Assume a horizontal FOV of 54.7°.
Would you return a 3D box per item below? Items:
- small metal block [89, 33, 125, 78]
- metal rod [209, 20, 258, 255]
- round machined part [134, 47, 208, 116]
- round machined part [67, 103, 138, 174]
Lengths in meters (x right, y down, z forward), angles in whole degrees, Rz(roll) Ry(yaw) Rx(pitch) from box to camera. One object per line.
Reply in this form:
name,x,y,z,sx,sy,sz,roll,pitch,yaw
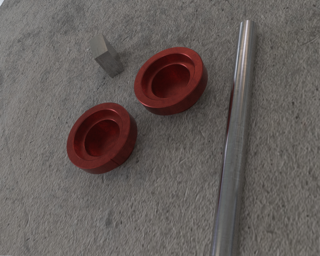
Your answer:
small metal block,-0.087,-0.118,0.506,0.025,0.050,0.050,-30,52,9
metal rod,0.090,-0.007,0.360,0.025,0.025,0.300,-1,61,27
round machined part,0.018,-0.058,0.420,0.098,0.042,0.098,-13,56,21
round machined part,-0.073,0.017,0.421,0.098,0.042,0.098,-13,56,21
